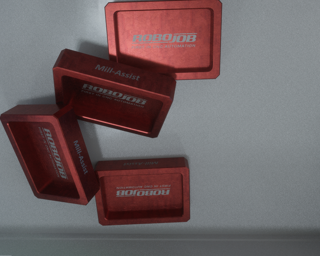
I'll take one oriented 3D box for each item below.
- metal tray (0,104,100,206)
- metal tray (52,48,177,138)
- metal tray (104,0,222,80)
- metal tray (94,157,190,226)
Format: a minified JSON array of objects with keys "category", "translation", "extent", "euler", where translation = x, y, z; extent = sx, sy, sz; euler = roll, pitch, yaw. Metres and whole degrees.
[{"category":"metal tray","translation":[-0.137,0.035,0.394],"extent":[0.090,0.030,0.129],"euler":[1,119,24]},{"category":"metal tray","translation":[-0.055,-0.036,0.369],"extent":[0.131,0.030,0.089],"euler":[14,146,-6]},{"category":"metal tray","translation":[0.005,-0.104,0.370],"extent":[0.131,0.030,0.089],"euler":[-2,110,0]},{"category":"metal tray","translation":[-0.024,0.091,0.441],"extent":[0.131,0.030,0.089],"euler":[-3,110,0]}]
